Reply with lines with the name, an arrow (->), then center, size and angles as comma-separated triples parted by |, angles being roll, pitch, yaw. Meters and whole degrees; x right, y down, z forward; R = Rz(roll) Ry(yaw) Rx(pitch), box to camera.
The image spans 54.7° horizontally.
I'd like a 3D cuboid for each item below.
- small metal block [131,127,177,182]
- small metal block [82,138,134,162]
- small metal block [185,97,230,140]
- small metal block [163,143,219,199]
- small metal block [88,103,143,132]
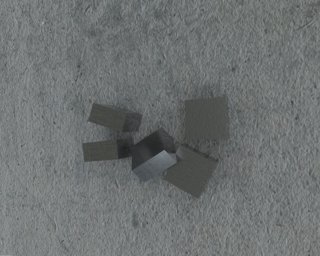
small metal block -> -0.009, 0.033, 0.396 | 0.050, 0.050, 0.025 | -34, 119, 17
small metal block -> -0.068, 0.029, 0.420 | 0.050, 0.050, 0.025 | -7, 88, 20
small metal block -> 0.060, -0.011, 0.388 | 0.050, 0.025, 0.050 | -3, 89, 20
small metal block -> 0.040, 0.054, 0.395 | 0.050, 0.025, 0.050 | 27, 99, 17
small metal block -> -0.058, -0.014, 0.416 | 0.050, 0.050, 0.025 | 17, 96, 19
